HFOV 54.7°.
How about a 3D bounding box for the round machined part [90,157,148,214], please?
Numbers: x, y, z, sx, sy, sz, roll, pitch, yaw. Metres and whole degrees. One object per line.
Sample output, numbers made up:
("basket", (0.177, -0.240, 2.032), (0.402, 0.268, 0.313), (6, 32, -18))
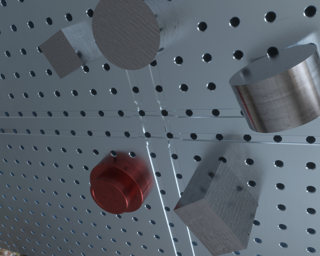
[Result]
("round machined part", (-0.072, 0.099, 0.498), (0.098, 0.042, 0.097), (13, 124, 20))

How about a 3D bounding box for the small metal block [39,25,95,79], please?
("small metal block", (-0.124, -0.100, 0.412), (0.050, 0.025, 0.050), (-20, 108, 35))

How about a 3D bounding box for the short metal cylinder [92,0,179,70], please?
("short metal cylinder", (-0.026, -0.110, 0.340), (0.080, 0.050, 0.079), (13, 124, 20))

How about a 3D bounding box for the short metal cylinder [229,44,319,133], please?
("short metal cylinder", (0.113, -0.038, 0.293), (0.080, 0.080, 0.050), (-17, 110, 34))

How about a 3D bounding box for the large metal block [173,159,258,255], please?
("large metal block", (0.075, 0.101, 0.398), (0.050, 0.080, 0.080), (-34, 100, 38))
